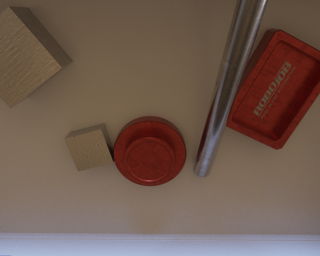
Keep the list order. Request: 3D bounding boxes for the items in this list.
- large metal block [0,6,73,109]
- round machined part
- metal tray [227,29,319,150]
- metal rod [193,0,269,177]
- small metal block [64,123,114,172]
[{"bbox_3d":[-0.166,-0.083,0.365,0.080,0.050,0.080,-35,107,11],"label":"large metal block"},{"bbox_3d":[-0.013,0.036,0.416,0.099,0.042,0.097,0,110,-1],"label":"round machined part"},{"bbox_3d":[0.146,-0.047,0.393,0.090,0.030,0.129,25,108,-9],"label":"metal tray"},{"bbox_3d":[0.070,-0.042,0.327,0.025,0.025,0.298,4,137,-2],"label":"metal rod"},{"bbox_3d":[-0.093,0.026,0.420,0.050,0.025,0.050,-15,110,5],"label":"small metal block"}]
